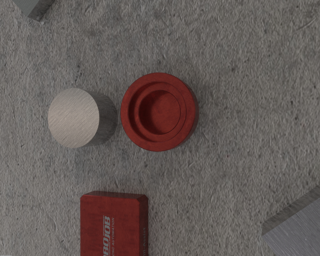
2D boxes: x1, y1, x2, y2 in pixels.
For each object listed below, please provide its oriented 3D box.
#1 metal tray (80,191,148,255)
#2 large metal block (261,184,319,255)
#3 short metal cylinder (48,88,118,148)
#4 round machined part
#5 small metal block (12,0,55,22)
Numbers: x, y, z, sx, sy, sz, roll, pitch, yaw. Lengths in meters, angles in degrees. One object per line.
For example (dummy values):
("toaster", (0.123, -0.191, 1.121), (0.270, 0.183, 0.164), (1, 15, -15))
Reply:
("metal tray", (-0.063, 0.157, 0.429), (0.090, 0.030, 0.129), (0, 90, 19))
("large metal block", (0.170, 0.121, 0.336), (0.080, 0.050, 0.080), (-41, 77, 15))
("short metal cylinder", (-0.107, -0.013, 0.433), (0.080, 0.050, 0.080), (0, 90, 20))
("round machined part", (0.003, -0.020, 0.399), (0.098, 0.042, 0.097), (0, 90, 20))
("small metal block", (-0.195, -0.203, 0.478), (0.050, 0.025, 0.050), (-47, 76, 14))
